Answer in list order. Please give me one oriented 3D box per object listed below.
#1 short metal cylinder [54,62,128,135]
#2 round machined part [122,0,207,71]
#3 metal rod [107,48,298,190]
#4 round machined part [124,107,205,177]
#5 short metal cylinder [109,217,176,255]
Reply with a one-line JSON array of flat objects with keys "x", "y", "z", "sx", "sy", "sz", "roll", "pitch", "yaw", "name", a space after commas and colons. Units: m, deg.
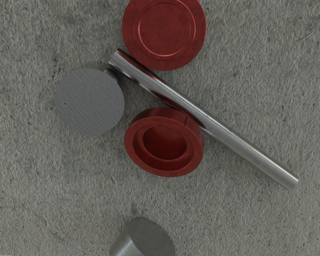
[{"x": -0.081, "y": -0.038, "z": 0.381, "sx": 0.081, "sy": 0.050, "sz": 0.079, "roll": 0, "pitch": 110, "yaw": -1, "name": "short metal cylinder"}, {"x": 0.005, "y": -0.114, "z": 0.359, "sx": 0.099, "sy": 0.042, "sz": 0.097, "roll": 0, "pitch": 110, "yaw": -1, "name": "round machined part"}, {"x": 0.065, "y": -0.005, "z": 0.408, "sx": 0.301, "sy": 0.025, "sz": 0.025, "roll": 34, "pitch": 106, "yaw": -12, "name": "metal rod"}, {"x": 0.008, "y": 0.014, "z": 0.394, "sx": 0.098, "sy": 0.042, "sz": 0.097, "roll": 8, "pitch": 129, "yaw": 10, "name": "round machined part"}, {"x": -0.025, "y": 0.176, "z": 0.445, "sx": 0.080, "sy": 0.080, "sz": 0.050, "roll": 33, "pitch": 107, "yaw": -12, "name": "short metal cylinder"}]
